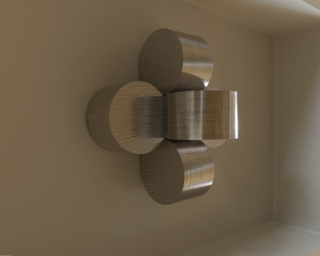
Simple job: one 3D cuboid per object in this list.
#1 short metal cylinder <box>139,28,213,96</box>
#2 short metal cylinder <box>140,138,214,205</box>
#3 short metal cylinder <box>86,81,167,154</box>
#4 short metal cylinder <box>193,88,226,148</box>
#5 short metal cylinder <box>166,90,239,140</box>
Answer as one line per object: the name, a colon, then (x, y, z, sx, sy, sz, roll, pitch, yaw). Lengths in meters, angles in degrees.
short metal cylinder: (0.018, -0.078, 0.383, 0.050, 0.080, 0.079, -3, 92, -41)
short metal cylinder: (0.020, 0.051, 0.385, 0.050, 0.080, 0.079, -3, 92, -41)
short metal cylinder: (-0.037, -0.012, 0.357, 0.081, 0.050, 0.080, 0, 90, -40)
short metal cylinder: (0.057, -0.013, 0.435, 0.081, 0.050, 0.080, 0, 90, -40)
short metal cylinder: (0.048, -0.014, 0.351, 0.081, 0.080, 0.050, -2, 91, -40)
